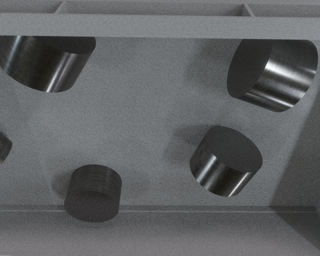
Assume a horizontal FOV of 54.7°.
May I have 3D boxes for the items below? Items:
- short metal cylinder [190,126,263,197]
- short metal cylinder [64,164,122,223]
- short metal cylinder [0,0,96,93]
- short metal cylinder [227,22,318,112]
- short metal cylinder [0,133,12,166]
[{"bbox_3d":[0.086,0.043,0.410,0.081,0.080,0.050,15,128,-13],"label":"short metal cylinder"},{"bbox_3d":[-0.101,0.102,0.478,0.081,0.050,0.079,0,130,0],"label":"short metal cylinder"},{"bbox_3d":[-0.111,-0.081,0.303,0.080,0.080,0.050,27,125,-21],"label":"short metal cylinder"},{"bbox_3d":[0.113,-0.062,0.321,0.050,0.080,0.079,17,128,-14],"label":"short metal cylinder"},{"bbox_3d":[-0.241,0.031,0.397,0.080,0.080,0.050,-24,126,19],"label":"short metal cylinder"}]
